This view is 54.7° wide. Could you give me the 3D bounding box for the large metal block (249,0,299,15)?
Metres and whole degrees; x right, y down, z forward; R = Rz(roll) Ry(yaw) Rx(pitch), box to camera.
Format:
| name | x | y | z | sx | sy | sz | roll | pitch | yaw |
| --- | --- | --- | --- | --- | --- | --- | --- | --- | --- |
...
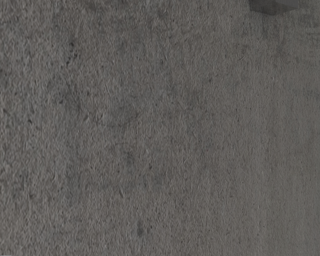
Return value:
| name | x | y | z | sx | sy | sz | roll | pitch | yaw |
| --- | --- | --- | --- | --- | --- | --- | --- | --- | --- |
| large metal block | 0.204 | -0.255 | 0.559 | 0.081 | 0.050 | 0.079 | -8 | 96 | -40 |
